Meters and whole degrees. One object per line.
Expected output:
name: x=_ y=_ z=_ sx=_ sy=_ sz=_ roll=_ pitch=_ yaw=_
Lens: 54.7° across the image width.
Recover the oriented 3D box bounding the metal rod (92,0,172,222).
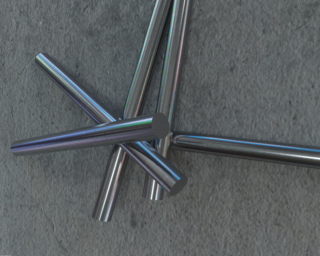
metal rod: x=-0.033 y=-0.030 z=0.398 sx=0.025 sy=0.025 sz=0.298 roll=15 pitch=87 yaw=19

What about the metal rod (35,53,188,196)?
metal rod: x=-0.080 y=-0.022 z=0.393 sx=0.300 sy=0.025 sz=0.025 roll=39 pitch=103 yaw=31

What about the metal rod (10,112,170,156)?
metal rod: x=-0.111 y=0.015 z=0.389 sx=0.300 sy=0.025 sz=0.025 roll=-9 pitch=87 yaw=41

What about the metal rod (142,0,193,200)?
metal rod: x=0.014 y=-0.062 z=0.385 sx=0.025 sy=0.025 sz=0.298 roll=7 pitch=86 yaw=19

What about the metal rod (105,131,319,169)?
metal rod: x=0.067 y=0.021 z=0.384 sx=0.301 sy=0.025 sz=0.025 roll=6 pitch=92 yaw=19
